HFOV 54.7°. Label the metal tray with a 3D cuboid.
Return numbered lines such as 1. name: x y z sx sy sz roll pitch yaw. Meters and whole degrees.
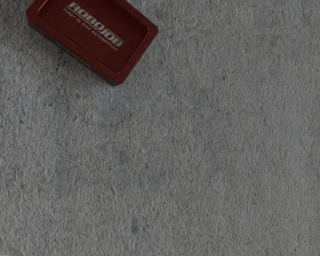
1. metal tray: -0.079 -0.124 0.376 0.130 0.030 0.090 36 78 -17
